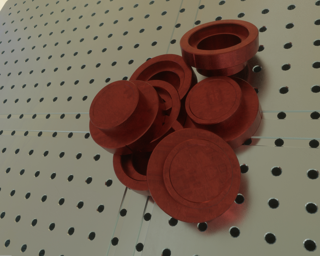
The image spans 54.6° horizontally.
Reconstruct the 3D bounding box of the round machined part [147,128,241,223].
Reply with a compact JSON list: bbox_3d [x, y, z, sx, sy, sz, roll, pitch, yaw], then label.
[{"bbox_3d":[0.036,0.047,0.319,0.099,0.042,0.098,1,79,-4],"label":"round machined part"}]

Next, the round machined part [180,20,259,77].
[{"bbox_3d":[0.078,-0.101,0.405,0.098,0.042,0.098,-9,39,8],"label":"round machined part"}]

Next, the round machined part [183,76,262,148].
[{"bbox_3d":[0.069,-0.024,0.376,0.098,0.042,0.098,-13,56,21],"label":"round machined part"}]

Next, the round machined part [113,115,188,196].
[{"bbox_3d":[-0.004,0.036,0.379,0.098,0.042,0.098,-13,56,21],"label":"round machined part"}]

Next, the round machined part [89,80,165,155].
[{"bbox_3d":[-0.047,-0.019,0.380,0.098,0.042,0.098,-13,56,21],"label":"round machined part"}]

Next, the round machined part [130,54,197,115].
[{"bbox_3d":[0.005,-0.050,0.426,0.098,0.042,0.098,-13,56,21],"label":"round machined part"}]

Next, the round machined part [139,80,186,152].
[{"bbox_3d":[-0.011,-0.012,0.411,0.098,0.042,0.098,-13,56,21],"label":"round machined part"}]
